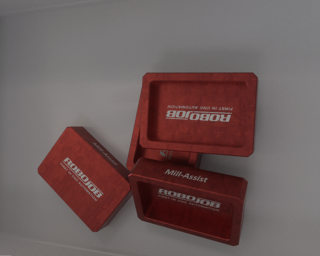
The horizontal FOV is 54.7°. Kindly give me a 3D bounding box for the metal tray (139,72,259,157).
[{"bbox_3d":[0.044,-0.017,0.359,0.130,0.030,0.089,3,91,19],"label":"metal tray"}]

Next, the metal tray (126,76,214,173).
[{"bbox_3d":[0.014,0.001,0.402,0.090,0.030,0.129,13,94,19],"label":"metal tray"}]

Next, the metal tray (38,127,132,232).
[{"bbox_3d":[-0.104,0.070,0.445,0.130,0.030,0.090,41,103,15],"label":"metal tray"}]

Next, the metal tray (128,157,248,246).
[{"bbox_3d":[0.033,0.088,0.370,0.130,0.030,0.089,9,131,19],"label":"metal tray"}]
